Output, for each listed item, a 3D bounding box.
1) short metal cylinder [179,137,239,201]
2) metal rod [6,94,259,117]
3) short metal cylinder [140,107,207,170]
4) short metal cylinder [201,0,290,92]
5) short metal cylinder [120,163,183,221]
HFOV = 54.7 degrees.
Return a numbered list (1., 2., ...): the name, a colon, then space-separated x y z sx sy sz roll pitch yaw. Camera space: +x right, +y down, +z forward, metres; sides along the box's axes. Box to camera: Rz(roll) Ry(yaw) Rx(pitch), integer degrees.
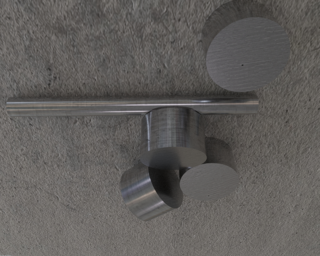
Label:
1. short metal cylinder: 0.067 0.059 0.442 0.081 0.050 0.079 0 130 0
2. metal rod: -0.033 -0.028 0.383 0.302 0.025 0.025 -1 130 0
3. short metal cylinder: 0.016 0.016 0.386 0.080 0.050 0.080 0 154 0
4. short metal cylinder: 0.085 -0.084 0.320 0.081 0.050 0.079 0 130 0
5. short metal cylinder: -0.011 0.086 0.444 0.050 0.080 0.080 -31 124 23
